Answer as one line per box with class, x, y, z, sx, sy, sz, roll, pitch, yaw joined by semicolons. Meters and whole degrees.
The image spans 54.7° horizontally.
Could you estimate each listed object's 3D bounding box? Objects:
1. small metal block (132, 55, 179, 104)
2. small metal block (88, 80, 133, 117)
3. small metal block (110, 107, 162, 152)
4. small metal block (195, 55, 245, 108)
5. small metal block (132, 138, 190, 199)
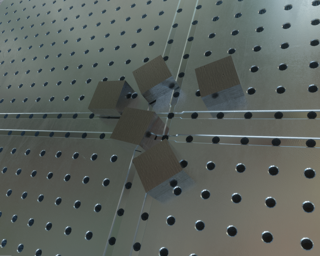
small metal block;-0.007;-0.072;0.455;0.050;0.025;0.050;-30;52;9
small metal block;-0.075;-0.044;0.473;0.050;0.025;0.050;3;63;29
small metal block;-0.032;0.002;0.423;0.050;0.025;0.050;11;67;32
small metal block;0.077;-0.060;0.404;0.050;0.025;0.050;-18;55;17
small metal block;0.001;0.049;0.377;0.050;0.025;0.050;-33;52;6
